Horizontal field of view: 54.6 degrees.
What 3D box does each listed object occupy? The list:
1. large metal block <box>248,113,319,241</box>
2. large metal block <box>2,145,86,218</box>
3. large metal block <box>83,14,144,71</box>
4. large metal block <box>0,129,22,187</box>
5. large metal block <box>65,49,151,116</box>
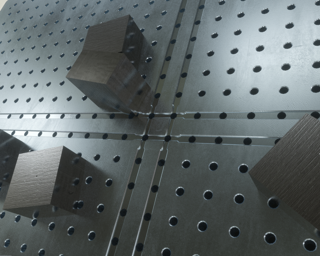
[{"bbox_3d":[0.145,0.046,0.288,0.080,0.050,0.080,-45,51,-3],"label":"large metal block"},{"bbox_3d":[-0.157,0.077,0.429,0.080,0.050,0.080,-11,57,22],"label":"large metal block"},{"bbox_3d":[-0.079,-0.132,0.516,0.080,0.050,0.080,-8,58,24],"label":"large metal block"},{"bbox_3d":[-0.286,0.055,0.511,0.080,0.050,0.080,-16,55,19],"label":"large metal block"},{"bbox_3d":[-0.074,-0.066,0.454,0.080,0.080,0.050,14,69,34],"label":"large metal block"}]
